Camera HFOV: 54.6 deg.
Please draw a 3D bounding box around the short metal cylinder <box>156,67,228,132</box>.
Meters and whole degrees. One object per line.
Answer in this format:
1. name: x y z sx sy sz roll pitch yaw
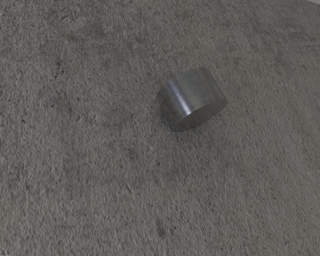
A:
1. short metal cylinder: 0.042 -0.036 0.413 0.081 0.080 0.050 -17 71 -35
